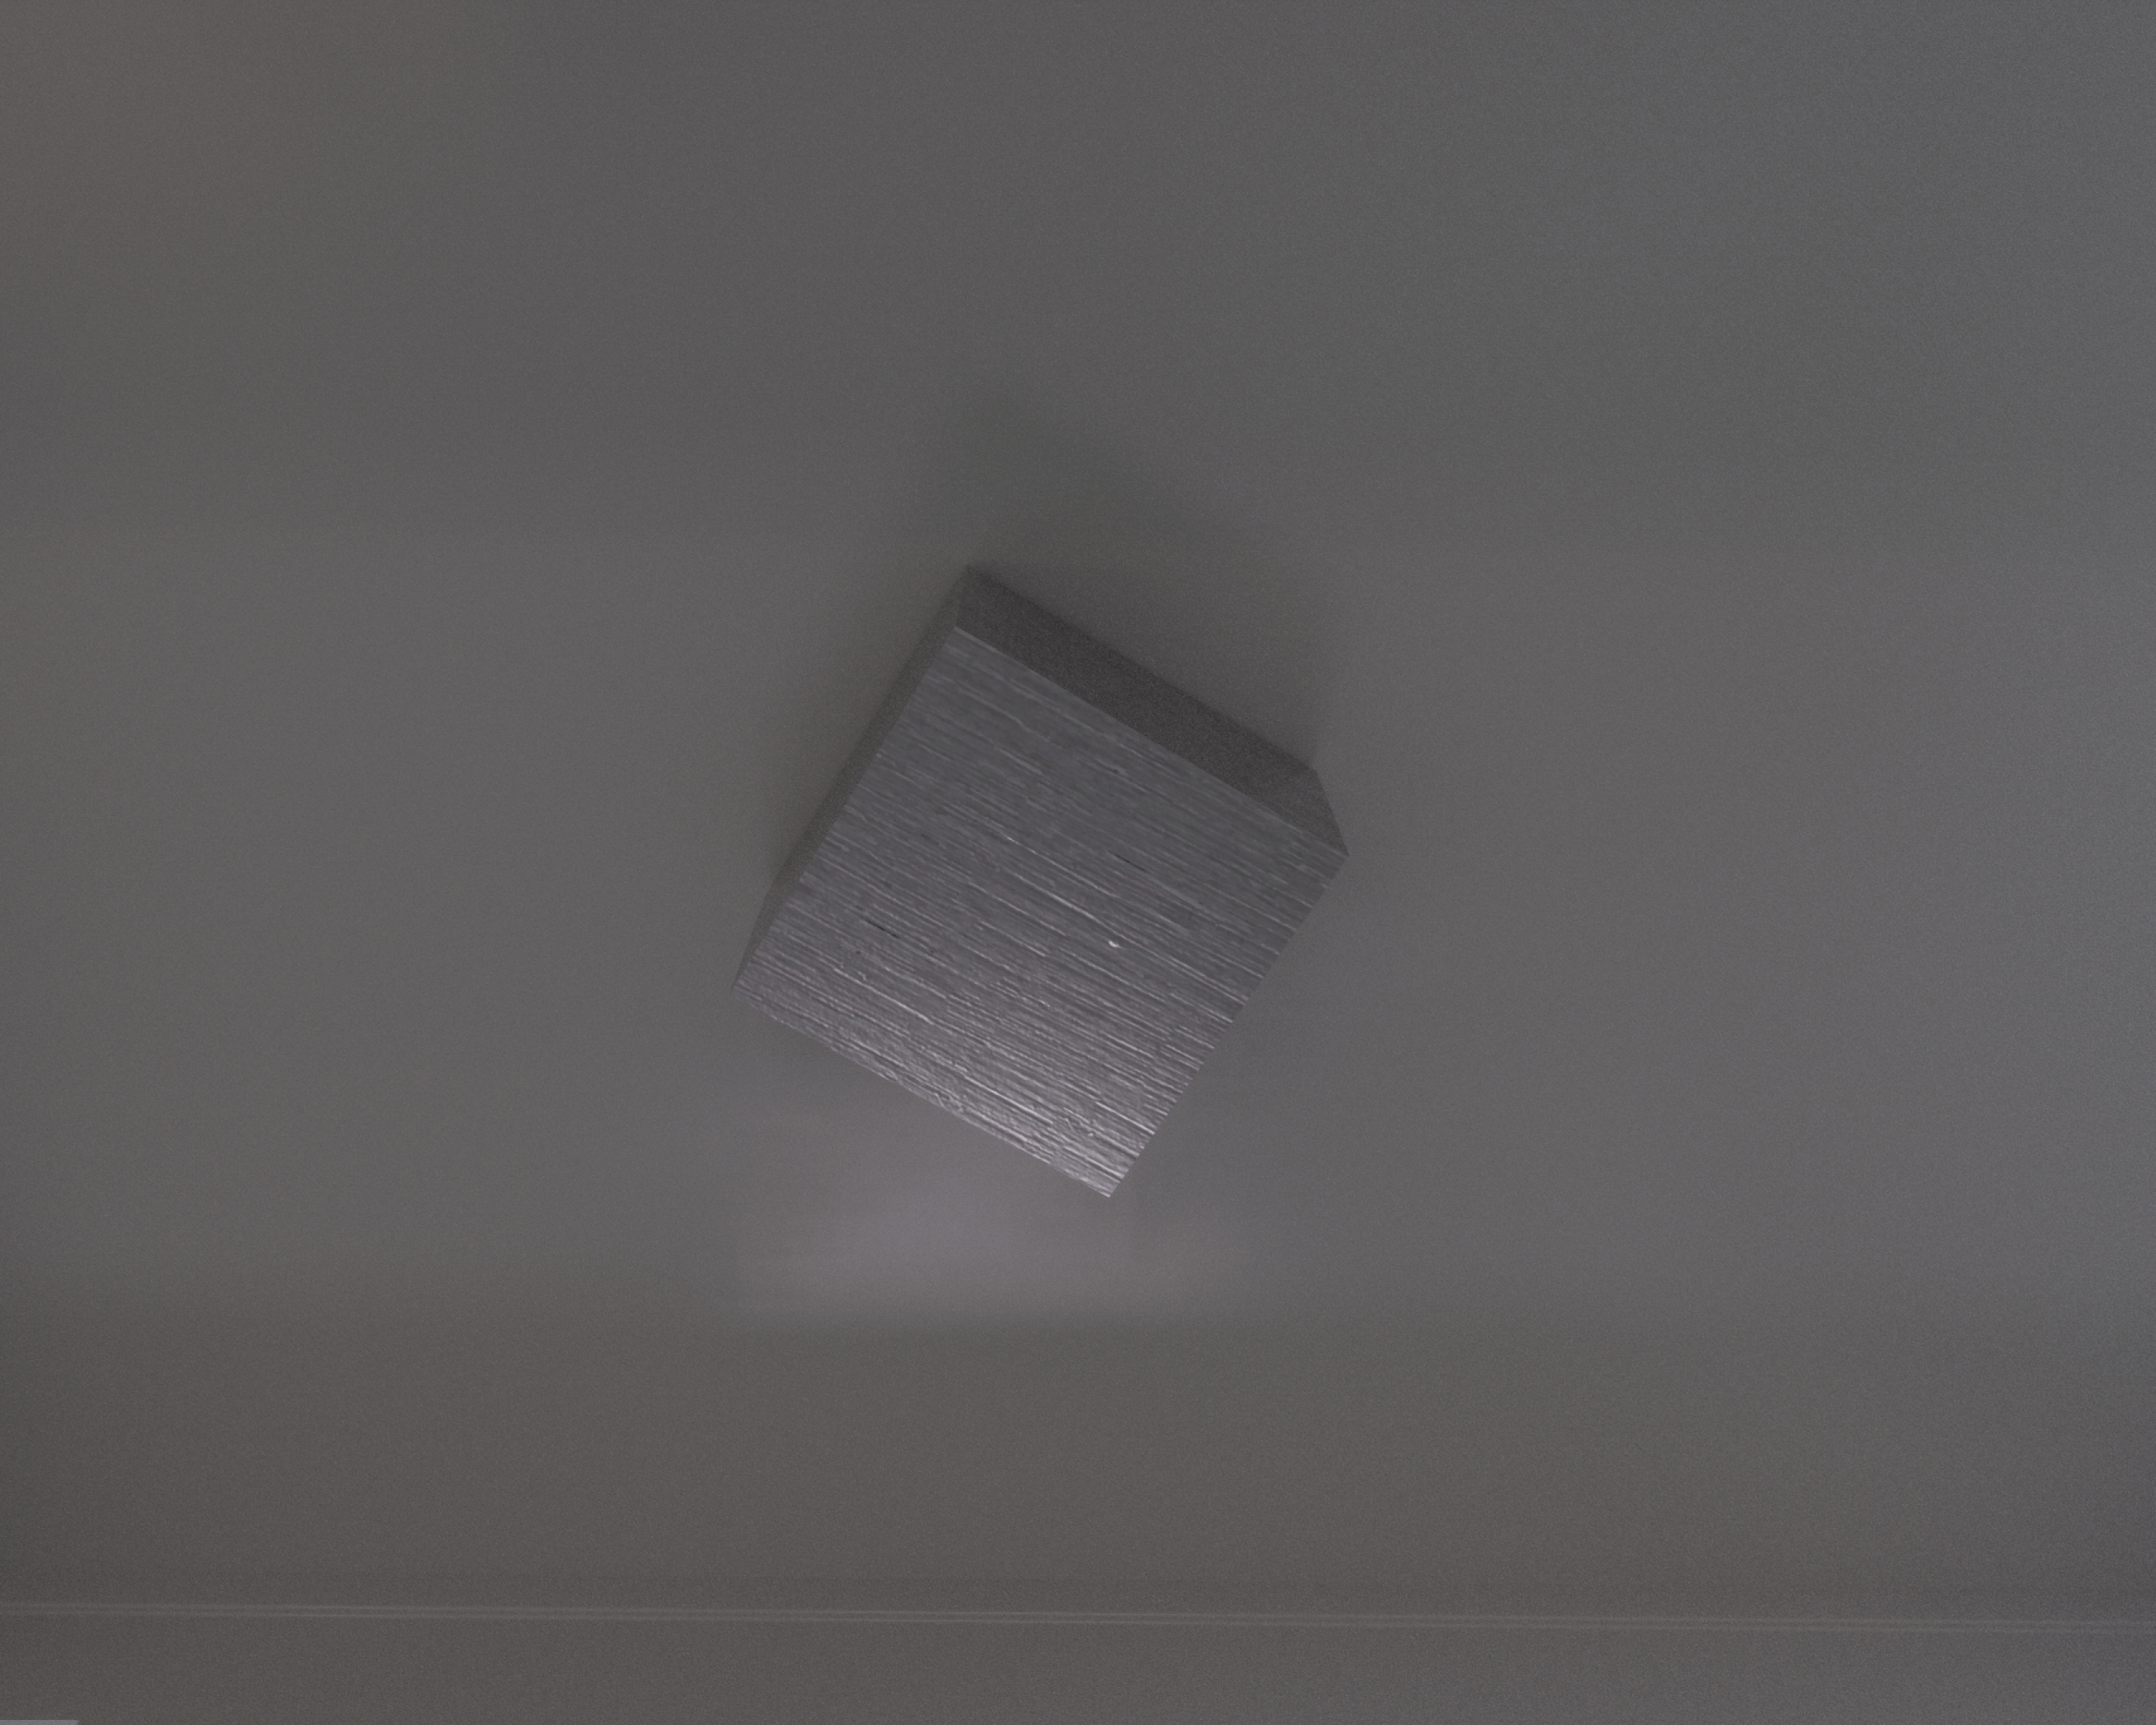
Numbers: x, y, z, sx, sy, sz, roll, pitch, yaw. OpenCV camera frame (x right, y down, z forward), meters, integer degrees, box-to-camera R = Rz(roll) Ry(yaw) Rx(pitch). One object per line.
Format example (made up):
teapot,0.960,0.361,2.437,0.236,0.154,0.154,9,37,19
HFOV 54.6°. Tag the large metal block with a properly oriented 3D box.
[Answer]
large metal block,-0.008,0.003,0.395,0.080,0.050,0.080,30,107,-11
